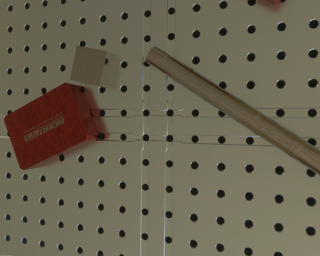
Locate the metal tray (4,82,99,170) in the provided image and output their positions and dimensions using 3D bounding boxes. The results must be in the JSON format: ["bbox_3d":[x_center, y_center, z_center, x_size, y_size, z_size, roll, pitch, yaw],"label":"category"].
[{"bbox_3d":[-0.166,-0.001,0.469,0.130,0.030,0.090,-24,82,18],"label":"metal tray"}]

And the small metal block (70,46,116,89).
[{"bbox_3d":[-0.097,-0.087,0.447,0.050,0.025,0.050,14,95,19],"label":"small metal block"}]

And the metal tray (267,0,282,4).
[{"bbox_3d":[0.111,-0.221,0.371,0.130,0.030,0.090,36,101,16],"label":"metal tray"}]

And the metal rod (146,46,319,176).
[{"bbox_3d":[0.106,-0.014,0.374,0.300,0.025,0.025,36,102,16],"label":"metal rod"}]
